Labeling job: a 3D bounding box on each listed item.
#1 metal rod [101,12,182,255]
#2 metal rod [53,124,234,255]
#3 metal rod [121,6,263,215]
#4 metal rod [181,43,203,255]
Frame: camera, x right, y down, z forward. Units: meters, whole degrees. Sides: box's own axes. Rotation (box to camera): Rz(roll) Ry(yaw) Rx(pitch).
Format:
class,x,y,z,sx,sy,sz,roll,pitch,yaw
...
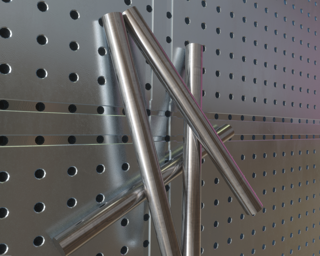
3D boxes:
class,x,y,z,sx,sy,sz,roll,pitch,yaw
metal rod,-0.020,0.014,0.367,0.025,0.025,0.299,-16,93,-39
metal rod,0.002,0.065,0.409,0.302,0.025,0.025,-29,109,-36
metal rod,0.043,-0.016,0.394,0.025,0.025,0.299,-38,98,-33
metal rod,0.043,0.028,0.414,0.025,0.025,0.299,14,72,-39
